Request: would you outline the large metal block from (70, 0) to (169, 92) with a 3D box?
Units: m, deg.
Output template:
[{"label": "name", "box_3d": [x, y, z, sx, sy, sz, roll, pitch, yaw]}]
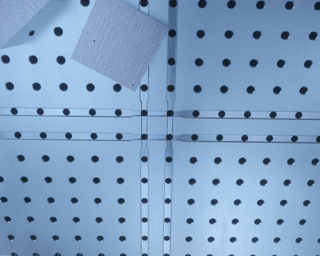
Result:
[{"label": "large metal block", "box_3d": [-0.045, -0.101, 0.362, 0.080, 0.050, 0.080, 27, 108, -10]}]

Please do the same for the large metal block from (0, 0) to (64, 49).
[{"label": "large metal block", "box_3d": [-0.171, -0.147, 0.345, 0.080, 0.050, 0.080, -38, 106, 13]}]
